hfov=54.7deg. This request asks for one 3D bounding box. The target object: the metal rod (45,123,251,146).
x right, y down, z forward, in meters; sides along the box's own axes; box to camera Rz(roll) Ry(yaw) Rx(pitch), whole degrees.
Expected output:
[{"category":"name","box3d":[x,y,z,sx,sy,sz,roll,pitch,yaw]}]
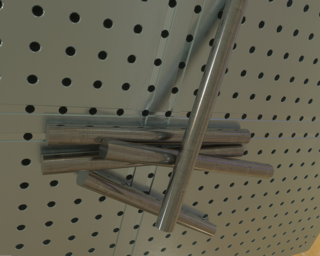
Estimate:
[{"category":"metal rod","box3d":[0.005,0.010,0.421,0.303,0.025,0.025,1,118,-30]}]

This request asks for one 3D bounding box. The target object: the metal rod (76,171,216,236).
[{"category":"metal rod","box3d":[-0.002,0.127,0.490,0.301,0.025,0.025,34,99,-39]}]

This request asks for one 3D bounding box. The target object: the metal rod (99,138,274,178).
[{"category":"metal rod","box3d":[0.059,0.049,0.441,0.302,0.025,0.025,11,113,-33]}]

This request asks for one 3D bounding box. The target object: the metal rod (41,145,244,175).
[{"category":"metal rod","box3d":[-0.005,0.039,0.434,0.303,0.025,0.025,-1,119,-28]}]

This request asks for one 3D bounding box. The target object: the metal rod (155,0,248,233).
[{"category":"metal rod","box3d":[0.050,-0.013,0.386,0.025,0.025,0.298,13,97,-34]}]
